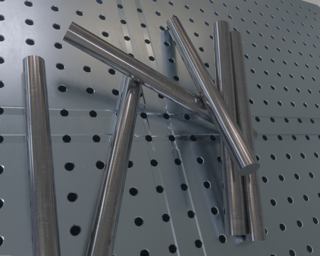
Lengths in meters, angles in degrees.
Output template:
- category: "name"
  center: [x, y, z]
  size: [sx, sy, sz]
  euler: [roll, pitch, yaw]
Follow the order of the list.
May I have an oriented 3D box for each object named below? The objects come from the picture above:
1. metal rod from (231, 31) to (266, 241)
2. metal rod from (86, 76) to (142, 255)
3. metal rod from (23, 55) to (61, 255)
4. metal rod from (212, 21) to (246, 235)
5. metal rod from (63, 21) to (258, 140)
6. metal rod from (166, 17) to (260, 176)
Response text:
- category: "metal rod"
  center: [0.117, -0.001, 0.434]
  size: [0.025, 0.025, 0.299]
  euler: [7, 70, -25]
- category: "metal rod"
  center: [-0.048, 0.037, 0.359]
  size: [0.025, 0.025, 0.300]
  euler: [19, 54, -17]
- category: "metal rod"
  center: [-0.119, 0.052, 0.311]
  size: [0.025, 0.025, 0.299]
  euler: [0, 62, -28]
- category: "metal rod"
  center: [0.092, -0.012, 0.424]
  size: [0.025, 0.025, 0.299]
  euler: [8, 71, -24]
- category: "metal rod"
  center: [0.015, -0.051, 0.422]
  size: [0.301, 0.025, 0.025]
  euler: [27, 52, -21]
- category: "metal rod"
  center: [0.061, -0.066, 0.438]
  size: [0.025, 0.025, 0.300]
  euler: [3, 47, -27]
